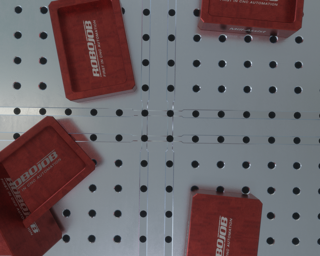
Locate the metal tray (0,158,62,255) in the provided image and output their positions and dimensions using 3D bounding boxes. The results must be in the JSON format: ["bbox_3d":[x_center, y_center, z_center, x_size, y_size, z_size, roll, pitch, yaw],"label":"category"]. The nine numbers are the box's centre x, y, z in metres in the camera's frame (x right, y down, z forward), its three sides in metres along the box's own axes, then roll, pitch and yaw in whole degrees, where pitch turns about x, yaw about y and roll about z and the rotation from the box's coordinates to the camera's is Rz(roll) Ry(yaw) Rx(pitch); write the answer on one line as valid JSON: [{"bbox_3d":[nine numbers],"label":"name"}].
[{"bbox_3d":[-0.181,0.101,0.377,0.030,0.090,0.130,-29,90,12],"label":"metal tray"}]

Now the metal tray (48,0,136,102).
[{"bbox_3d":[-0.087,-0.106,0.410,0.090,0.030,0.129,-11,90,0],"label":"metal tray"}]

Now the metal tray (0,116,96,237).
[{"bbox_3d":[-0.159,0.059,0.387,0.130,0.030,0.090,-42,96,-17],"label":"metal tray"}]

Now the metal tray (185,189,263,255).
[{"bbox_3d":[0.081,0.152,0.411,0.090,0.030,0.129,6,90,0],"label":"metal tray"}]

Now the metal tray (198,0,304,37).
[{"bbox_3d":[0.120,-0.174,0.411,0.131,0.030,0.090,5,90,0],"label":"metal tray"}]
